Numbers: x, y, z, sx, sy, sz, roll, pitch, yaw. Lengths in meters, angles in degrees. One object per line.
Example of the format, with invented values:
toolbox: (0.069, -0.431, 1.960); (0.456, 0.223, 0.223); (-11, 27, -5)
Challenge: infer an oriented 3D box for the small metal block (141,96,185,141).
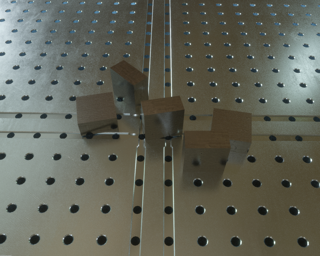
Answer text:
small metal block: (0.003, -0.012, 0.402); (0.050, 0.050, 0.025); (-9, 51, -8)

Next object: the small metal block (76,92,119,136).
small metal block: (-0.086, -0.020, 0.423); (0.050, 0.025, 0.050); (-9, 51, -8)

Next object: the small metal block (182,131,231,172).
small metal block: (0.053, 0.029, 0.368); (0.050, 0.050, 0.025); (0, 50, -1)

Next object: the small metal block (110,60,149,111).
small metal block: (-0.043, -0.060, 0.442); (0.025, 0.050, 0.050); (-37, 59, -27)

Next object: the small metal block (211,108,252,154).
small metal block: (0.092, 0.004, 0.406); (0.050, 0.025, 0.050); (9, 50, 7)
